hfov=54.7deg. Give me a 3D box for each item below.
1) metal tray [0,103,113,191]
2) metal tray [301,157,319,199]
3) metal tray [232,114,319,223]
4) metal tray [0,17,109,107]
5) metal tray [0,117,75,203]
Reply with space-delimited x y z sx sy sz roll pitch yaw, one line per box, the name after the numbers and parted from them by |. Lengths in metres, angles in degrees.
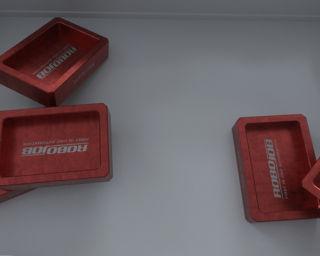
-0.124 0.022 0.365 0.131 0.030 0.090 -5 70 -3 | metal tray
0.224 0.062 0.306 0.090 0.030 0.130 -58 44 12 | metal tray
0.147 0.049 0.390 0.091 0.030 0.129 -3 70 -2 | metal tray
-0.140 -0.092 0.415 0.090 0.030 0.130 26 52 9 | metal tray
-0.179 0.035 0.391 0.131 0.030 0.090 -22 72 -8 | metal tray
